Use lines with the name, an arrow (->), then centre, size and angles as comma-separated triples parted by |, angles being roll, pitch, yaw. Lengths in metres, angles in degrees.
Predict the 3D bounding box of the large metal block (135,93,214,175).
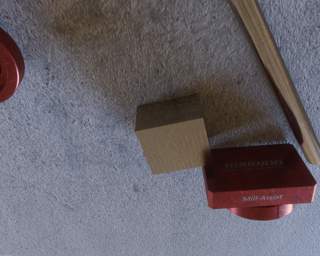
large metal block -> 0.020, 0.009, 0.399 | 0.080, 0.050, 0.080 | -12, 130, 9

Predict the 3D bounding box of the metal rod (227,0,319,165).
metal rod -> 0.142, -0.052, 0.364 | 0.025, 0.025, 0.300 | -27, 126, 20

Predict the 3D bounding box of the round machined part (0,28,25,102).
round machined part -> -0.195, -0.076, 0.329 | 0.099, 0.042, 0.097 | -1, 130, 0

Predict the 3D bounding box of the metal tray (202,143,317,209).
metal tray -> 0.126, 0.062, 0.417 | 0.131, 0.090, 0.030 | -5, 121, 3

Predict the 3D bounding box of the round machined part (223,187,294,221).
round machined part -> 0.137, 0.084, 0.437 | 0.099, 0.098, 0.042 | -5, 110, 3
